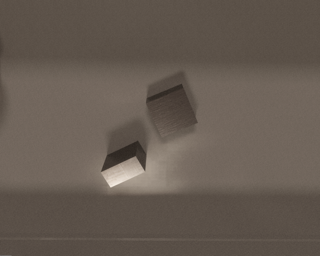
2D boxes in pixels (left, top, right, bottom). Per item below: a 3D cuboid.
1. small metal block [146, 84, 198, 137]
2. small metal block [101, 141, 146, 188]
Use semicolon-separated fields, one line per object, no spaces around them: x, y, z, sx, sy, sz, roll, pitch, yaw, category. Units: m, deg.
0.015;-0.023;0.403;0.050;0.025;0.050;-22;109;7;small metal block
-0.047;0.047;0.415;0.050;0.050;0.025;-25;108;8;small metal block
